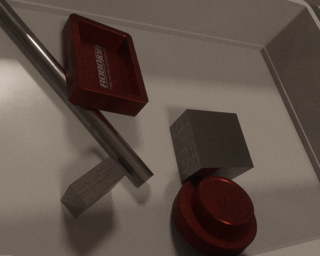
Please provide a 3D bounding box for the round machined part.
[{"bbox_3d":[0.067,0.094,0.356,0.099,0.042,0.098,15,36,-11],"label":"round machined part"}]

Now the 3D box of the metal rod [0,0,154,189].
[{"bbox_3d":[-0.114,-0.050,0.375,0.300,0.025,0.025,49,51,6],"label":"metal rod"}]

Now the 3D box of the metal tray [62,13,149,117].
[{"bbox_3d":[-0.071,-0.081,0.394,0.091,0.030,0.130,10,50,-35],"label":"metal tray"}]

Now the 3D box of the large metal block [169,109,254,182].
[{"bbox_3d":[0.066,0.025,0.412,0.081,0.050,0.080,3,60,-27],"label":"large metal block"}]

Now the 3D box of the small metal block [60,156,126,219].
[{"bbox_3d":[-0.069,0.061,0.316,0.025,0.050,0.050,49,51,5],"label":"small metal block"}]
